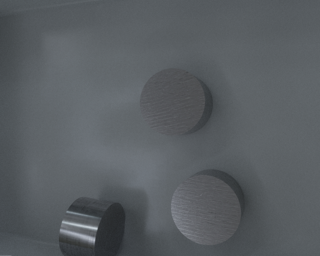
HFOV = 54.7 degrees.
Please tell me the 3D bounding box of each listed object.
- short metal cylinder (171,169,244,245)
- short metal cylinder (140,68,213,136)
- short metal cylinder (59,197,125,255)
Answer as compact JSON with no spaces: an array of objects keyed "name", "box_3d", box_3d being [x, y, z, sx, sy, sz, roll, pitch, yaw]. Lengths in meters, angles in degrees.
[{"name":"short metal cylinder","box_3d":[0.059,0.093,0.376,0.080,0.050,0.079,0,90,19]},{"name":"short metal cylinder","box_3d":[0.022,-0.031,0.389,0.080,0.050,0.079,0,90,19]},{"name":"short metal cylinder","box_3d":[-0.087,0.135,0.411,0.050,0.080,0.079,5,92,19]}]
